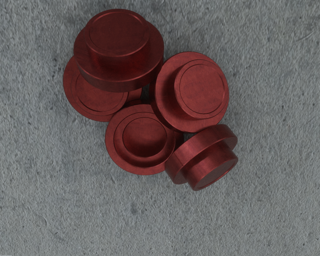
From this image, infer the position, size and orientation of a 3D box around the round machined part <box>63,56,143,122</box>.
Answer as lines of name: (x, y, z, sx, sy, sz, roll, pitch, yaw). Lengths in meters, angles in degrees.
round machined part: (-0.071, -0.053, 0.383, 0.099, 0.042, 0.097, 0, 110, -1)

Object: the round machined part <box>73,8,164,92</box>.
round machined part: (-0.045, -0.090, 0.337, 0.099, 0.098, 0.042, 1, 152, -1)

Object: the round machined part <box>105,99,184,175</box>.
round machined part: (-0.019, 0.009, 0.405, 0.099, 0.042, 0.097, 0, 110, -1)

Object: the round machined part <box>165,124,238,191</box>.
round machined part: (0.058, 0.043, 0.389, 0.098, 0.098, 0.042, -41, 65, 13)

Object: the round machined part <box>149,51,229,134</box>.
round machined part: (0.040, -0.043, 0.364, 0.099, 0.042, 0.097, 1, 86, -21)
